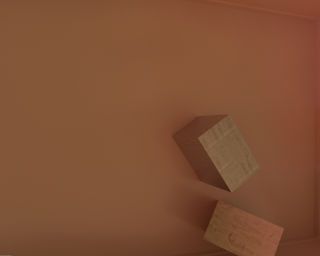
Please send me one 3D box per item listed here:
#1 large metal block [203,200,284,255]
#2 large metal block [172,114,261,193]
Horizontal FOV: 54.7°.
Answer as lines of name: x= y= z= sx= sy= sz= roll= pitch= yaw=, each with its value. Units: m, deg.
large metal block: x=0.105 y=0.134 z=0.404 sx=0.080 sy=0.080 sz=0.050 roll=22 pitch=81 yaw=14
large metal block: x=0.071 y=0.030 z=0.407 sx=0.050 sy=0.080 sz=0.080 roll=-36 pitch=102 yaw=-16
